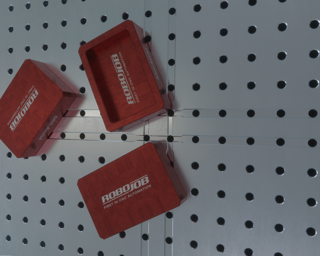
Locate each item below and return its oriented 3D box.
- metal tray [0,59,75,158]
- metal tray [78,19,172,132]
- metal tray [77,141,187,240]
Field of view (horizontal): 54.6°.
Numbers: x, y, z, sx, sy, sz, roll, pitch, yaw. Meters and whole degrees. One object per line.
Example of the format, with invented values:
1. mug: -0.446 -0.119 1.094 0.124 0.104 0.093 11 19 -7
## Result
1. metal tray: -0.202 -0.029 0.482 0.090 0.030 0.130 42 103 15
2. metal tray: -0.050 -0.069 0.427 0.090 0.030 0.130 -23 82 18
3. metal tray: -0.041 0.085 0.425 0.130 0.030 0.090 -29 81 17
